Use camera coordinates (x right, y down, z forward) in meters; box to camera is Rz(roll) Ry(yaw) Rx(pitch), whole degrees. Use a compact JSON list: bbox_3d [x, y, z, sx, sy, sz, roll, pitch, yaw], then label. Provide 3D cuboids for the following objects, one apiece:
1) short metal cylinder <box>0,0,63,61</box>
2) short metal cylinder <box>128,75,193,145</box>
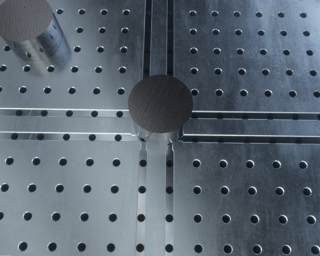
[{"bbox_3d":[-0.189,-0.145,0.450,0.081,0.050,0.080,0,70,0],"label":"short metal cylinder"},{"bbox_3d":[0.001,-0.023,0.407,0.081,0.050,0.080,0,70,0],"label":"short metal cylinder"}]
